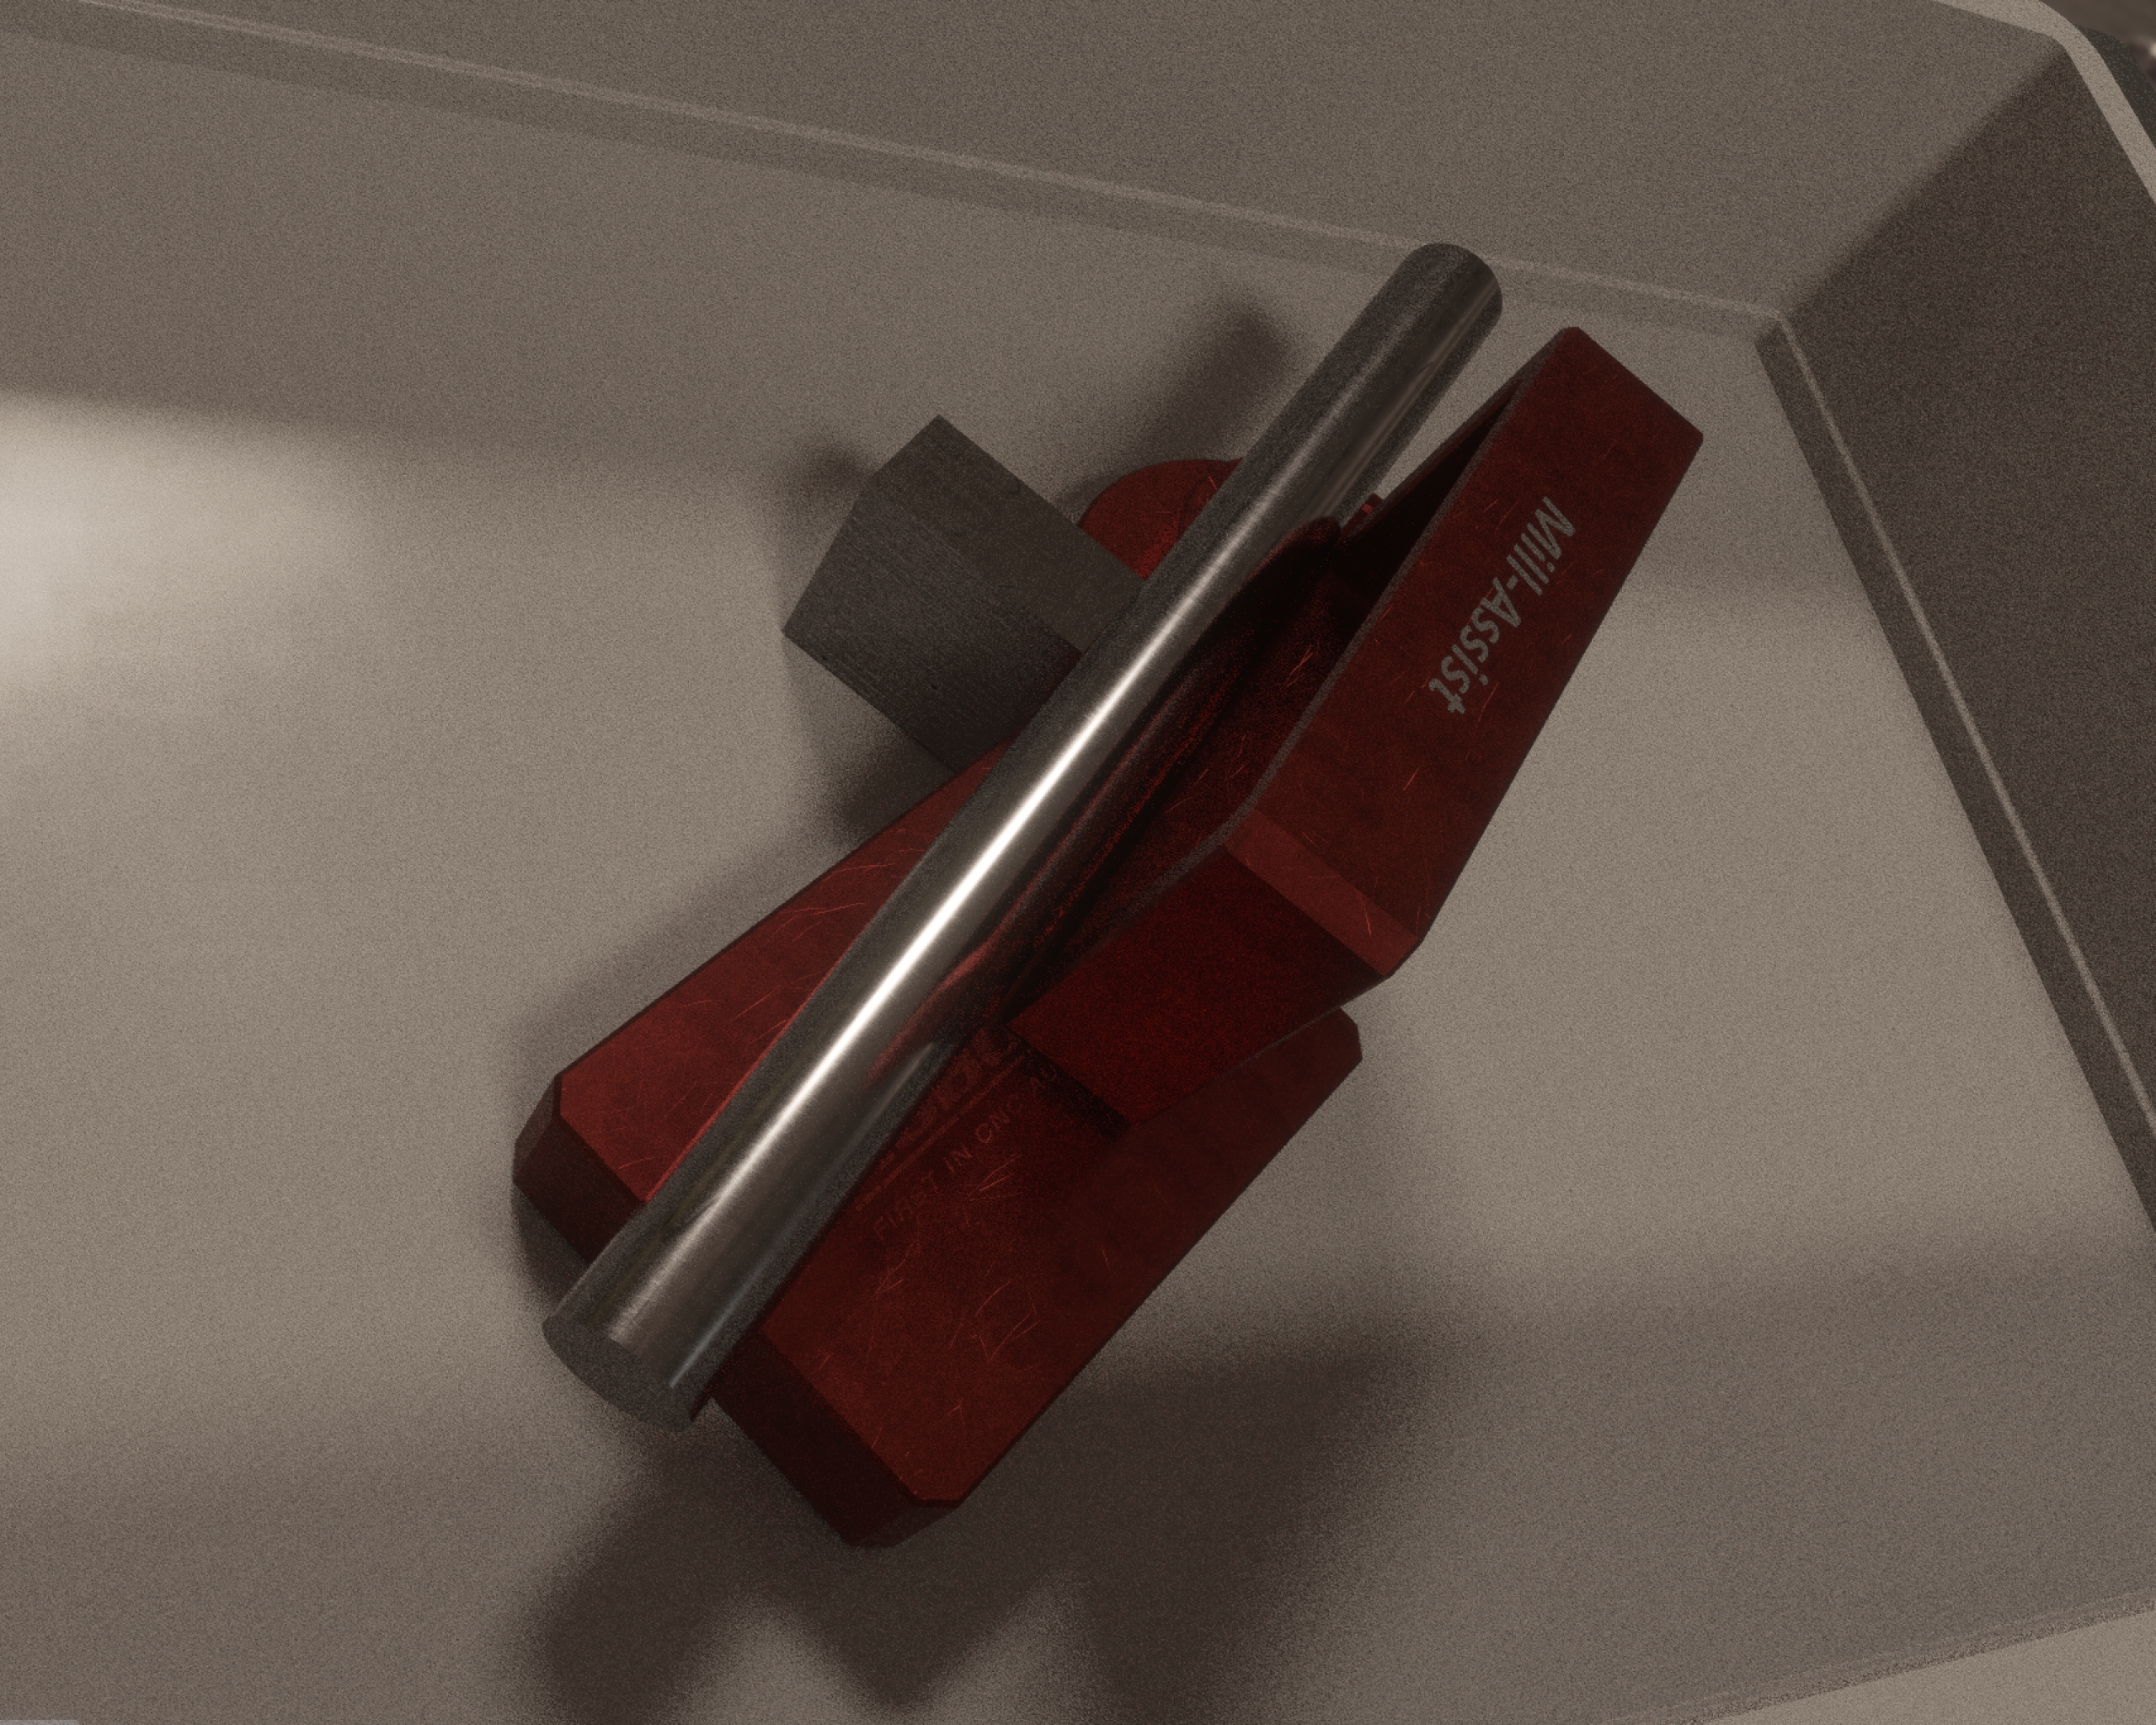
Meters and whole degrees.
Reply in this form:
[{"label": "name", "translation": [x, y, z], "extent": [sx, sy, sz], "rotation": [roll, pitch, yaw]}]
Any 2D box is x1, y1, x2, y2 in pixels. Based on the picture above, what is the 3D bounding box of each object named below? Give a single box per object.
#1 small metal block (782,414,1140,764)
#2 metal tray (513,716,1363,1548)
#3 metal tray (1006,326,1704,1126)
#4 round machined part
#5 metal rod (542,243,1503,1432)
[{"label": "small metal block", "translation": [-0.023, -0.050, 0.407], "extent": [0.050, 0.050, 0.025], "rotation": [39, 51, -3]}, {"label": "metal tray", "translation": [-0.019, 0.041, 0.366], "extent": [0.090, 0.030, 0.131], "rotation": [46, 51, 4]}, {"label": "metal tray", "translation": [0.047, -0.023, 0.354], "extent": [0.030, 0.090, 0.130], "rotation": [39, 57, -6]}, {"label": "round machined part", "translation": [0.043, -0.048, 0.446], "extent": [0.099, 0.042, 0.098], "rotation": [14, 56, -21]}, {"label": "metal rod", "translation": [0.009, -0.027, 0.377], "extent": [0.025, 0.025, 0.301], "rotation": [39, 55, -3]}]
